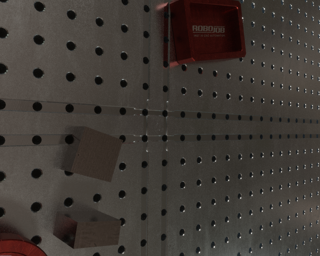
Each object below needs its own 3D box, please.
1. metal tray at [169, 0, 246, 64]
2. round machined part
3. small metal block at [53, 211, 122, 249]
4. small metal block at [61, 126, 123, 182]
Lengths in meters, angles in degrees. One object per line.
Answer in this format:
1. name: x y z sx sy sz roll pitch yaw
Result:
1. metal tray: 0.077 -0.148 0.472 0.131 0.030 0.089 -14 99 -39
2. round machined part: -0.150 0.142 0.274 0.099 0.042 0.097 0 90 -40
3. small metal block: -0.078 0.106 0.330 0.050 0.050 0.025 12 83 -40
4. small metal block: -0.075 0.030 0.348 0.050 0.025 0.050 24 75 -38
